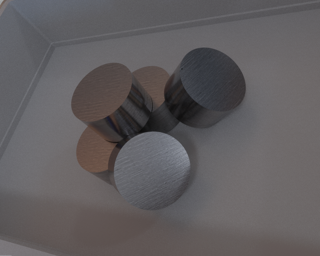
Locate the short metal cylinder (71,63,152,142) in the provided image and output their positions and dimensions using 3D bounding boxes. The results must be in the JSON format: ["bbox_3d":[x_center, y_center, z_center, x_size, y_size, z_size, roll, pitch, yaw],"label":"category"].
[{"bbox_3d":[-0.056,-0.030,0.368,0.080,0.050,0.080,-13,56,20],"label":"short metal cylinder"}]

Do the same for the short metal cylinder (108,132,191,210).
[{"bbox_3d":[-0.013,0.044,0.338,0.080,0.080,0.050,-55,12,-11],"label":"short metal cylinder"}]

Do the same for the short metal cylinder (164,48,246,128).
[{"bbox_3d":[0.051,-0.046,0.361,0.081,0.050,0.080,8,66,-17],"label":"short metal cylinder"}]

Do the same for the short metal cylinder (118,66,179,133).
[{"bbox_3d":[-0.013,-0.036,0.414,0.080,0.050,0.080,-13,56,20],"label":"short metal cylinder"}]

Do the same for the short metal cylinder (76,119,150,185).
[{"bbox_3d":[-0.059,0.029,0.400,0.080,0.050,0.080,-13,56,20],"label":"short metal cylinder"}]
